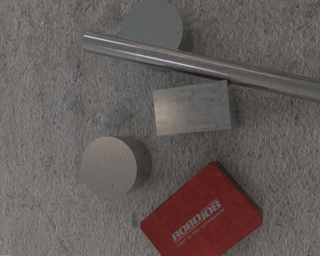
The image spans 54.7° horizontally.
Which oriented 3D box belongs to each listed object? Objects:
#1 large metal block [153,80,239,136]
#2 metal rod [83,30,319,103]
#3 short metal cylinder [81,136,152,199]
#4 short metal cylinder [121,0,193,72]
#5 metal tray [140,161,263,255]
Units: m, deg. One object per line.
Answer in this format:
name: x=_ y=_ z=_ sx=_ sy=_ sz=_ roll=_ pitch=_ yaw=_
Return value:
large metal block: x=0.046 y=-0.020 z=0.364 sx=0.080 sy=0.080 sz=0.050 roll=-6 pitch=88 yaw=20
metal rod: x=0.062 y=-0.067 z=0.349 sx=0.301 sy=0.025 sz=0.025 roll=13 pitch=95 yaw=5
short metal cylinder: x=-0.057 y=0.050 z=0.416 sx=0.080 sy=0.050 sz=0.080 roll=0 pitch=90 yaw=20
short metal cylinder: x=-0.002 y=-0.115 z=0.397 sx=0.080 sy=0.050 sz=0.080 roll=0 pitch=90 yaw=20
metal tray: x=0.050 y=0.115 z=0.389 sx=0.130 sy=0.030 sz=0.090 roll=-44 pitch=77 yaw=14
